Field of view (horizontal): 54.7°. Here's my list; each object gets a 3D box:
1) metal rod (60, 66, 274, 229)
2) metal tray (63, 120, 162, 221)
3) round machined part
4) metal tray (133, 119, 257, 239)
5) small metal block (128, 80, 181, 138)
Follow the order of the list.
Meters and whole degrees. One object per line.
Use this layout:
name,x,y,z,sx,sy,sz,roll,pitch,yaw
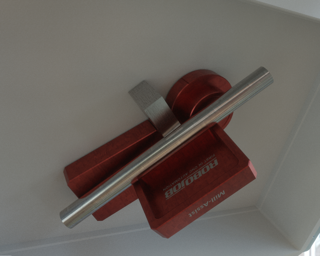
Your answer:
metal rod,0.008,0.024,0.376,0.301,0.025,0.025,-36,130,1
metal tray,-0.048,0.058,0.415,0.131,0.030,0.090,-31,129,-9
round machined part,0.059,-0.025,0.414,0.099,0.042,0.097,-14,125,-21
metal tray,0.036,0.057,0.372,0.130,0.090,0.030,-35,132,3
small metal block,-0.007,-0.024,0.374,0.025,0.050,0.050,-38,130,-3
